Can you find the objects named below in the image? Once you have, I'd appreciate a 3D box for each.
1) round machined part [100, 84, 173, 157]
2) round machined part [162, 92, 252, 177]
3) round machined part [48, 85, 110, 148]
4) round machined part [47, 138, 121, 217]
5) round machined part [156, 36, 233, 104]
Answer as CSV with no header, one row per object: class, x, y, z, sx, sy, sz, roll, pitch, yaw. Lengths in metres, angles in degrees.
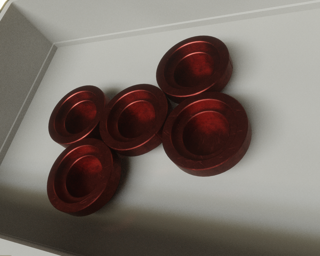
round machined part,-0.027,-0.007,0.409,0.098,0.042,0.098,-13,56,21
round machined part,0.056,0.010,0.356,0.098,0.042,0.098,-13,56,21
round machined part,-0.111,-0.011,0.458,0.098,0.042,0.098,-13,56,21
round machined part,-0.092,0.065,0.399,0.098,0.042,0.098,-13,56,21
round machined part,0.048,-0.071,0.410,0.098,0.042,0.098,-13,56,21
